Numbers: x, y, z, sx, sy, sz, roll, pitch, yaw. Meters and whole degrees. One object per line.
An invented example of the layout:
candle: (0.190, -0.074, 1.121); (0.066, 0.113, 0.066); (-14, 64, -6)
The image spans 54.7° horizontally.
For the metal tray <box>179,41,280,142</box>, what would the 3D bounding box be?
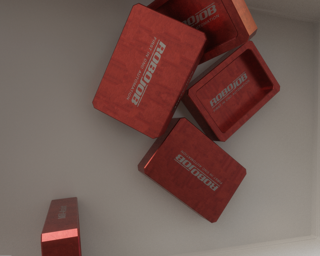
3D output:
metal tray: (0.103, -0.053, 0.447); (0.130, 0.030, 0.090); (-40, 103, -16)

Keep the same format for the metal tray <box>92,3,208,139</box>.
metal tray: (-0.012, -0.064, 0.361); (0.090, 0.030, 0.129); (28, 103, 9)

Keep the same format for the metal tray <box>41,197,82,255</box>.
metal tray: (-0.097, 0.131, 0.318); (0.030, 0.130, 0.089); (-4, 92, -15)

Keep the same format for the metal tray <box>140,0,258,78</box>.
metal tray: (0.035, -0.121, 0.367); (0.030, 0.130, 0.090); (-45, 109, -44)

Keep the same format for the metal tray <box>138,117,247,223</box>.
metal tray: (0.047, 0.058, 0.427); (0.130, 0.030, 0.090); (39, 77, -16)
